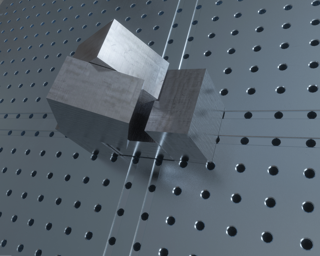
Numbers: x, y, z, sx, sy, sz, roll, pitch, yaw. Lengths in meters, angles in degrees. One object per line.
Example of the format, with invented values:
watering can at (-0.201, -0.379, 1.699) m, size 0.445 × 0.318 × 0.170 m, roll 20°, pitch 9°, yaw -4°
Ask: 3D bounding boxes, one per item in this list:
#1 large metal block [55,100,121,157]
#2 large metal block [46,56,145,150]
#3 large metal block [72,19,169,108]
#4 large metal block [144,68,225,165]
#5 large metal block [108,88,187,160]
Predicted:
large metal block at (-0.083, -0.014, 0.424) m, size 0.050 × 0.080 × 0.080 m, roll 2°, pitch 63°, yaw 29°
large metal block at (-0.066, -0.023, 0.334) m, size 0.080 × 0.080 × 0.050 m, roll 17°, pitch 67°, yaw -1°
large metal block at (-0.051, -0.066, 0.357) m, size 0.080 × 0.080 × 0.050 m, roll -12°, pitch 53°, yaw 48°
large metal block at (0.033, -0.012, 0.361) m, size 0.050 × 0.080 × 0.080 m, roll 4°, pitch 64°, yaw 30°
large metal block at (-0.018, -0.008, 0.403) m, size 0.080 × 0.050 × 0.080 m, roll 3°, pitch 63°, yaw 29°
